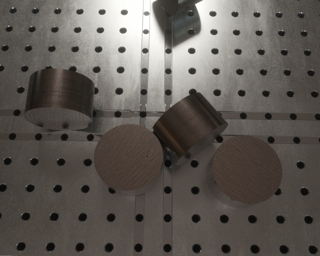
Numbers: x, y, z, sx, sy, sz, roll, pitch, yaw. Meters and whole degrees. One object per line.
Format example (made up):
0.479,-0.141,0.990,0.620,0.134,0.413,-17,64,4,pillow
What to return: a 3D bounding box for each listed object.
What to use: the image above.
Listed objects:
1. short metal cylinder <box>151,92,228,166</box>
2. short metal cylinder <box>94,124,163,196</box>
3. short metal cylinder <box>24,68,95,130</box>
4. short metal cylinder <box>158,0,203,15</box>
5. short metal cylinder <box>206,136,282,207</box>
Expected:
0.036,0.002,0.382,0.080,0.080,0.050,-35,74,-12,short metal cylinder
-0.037,0.041,0.383,0.081,0.050,0.080,0,70,0,short metal cylinder
-0.126,-0.033,0.393,0.081,0.080,0.050,0,70,-1,short metal cylinder
0.026,-0.218,0.463,0.050,0.080,0.080,-31,73,-11,short metal cylinder
0.100,0.055,0.380,0.081,0.050,0.080,0,70,0,short metal cylinder
